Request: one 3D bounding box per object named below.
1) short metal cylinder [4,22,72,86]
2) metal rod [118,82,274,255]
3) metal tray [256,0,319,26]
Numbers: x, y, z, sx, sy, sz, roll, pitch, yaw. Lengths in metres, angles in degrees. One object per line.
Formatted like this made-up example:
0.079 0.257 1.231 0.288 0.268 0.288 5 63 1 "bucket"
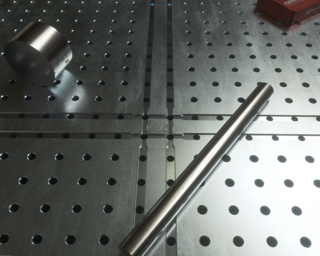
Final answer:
-0.180 -0.109 0.462 0.080 0.080 0.050 14 52 12 "short metal cylinder"
0.062 0.034 0.379 0.025 0.025 0.301 31 56 23 "metal rod"
0.272 -0.257 0.622 0.131 0.030 0.090 -28 55 -22 "metal tray"
